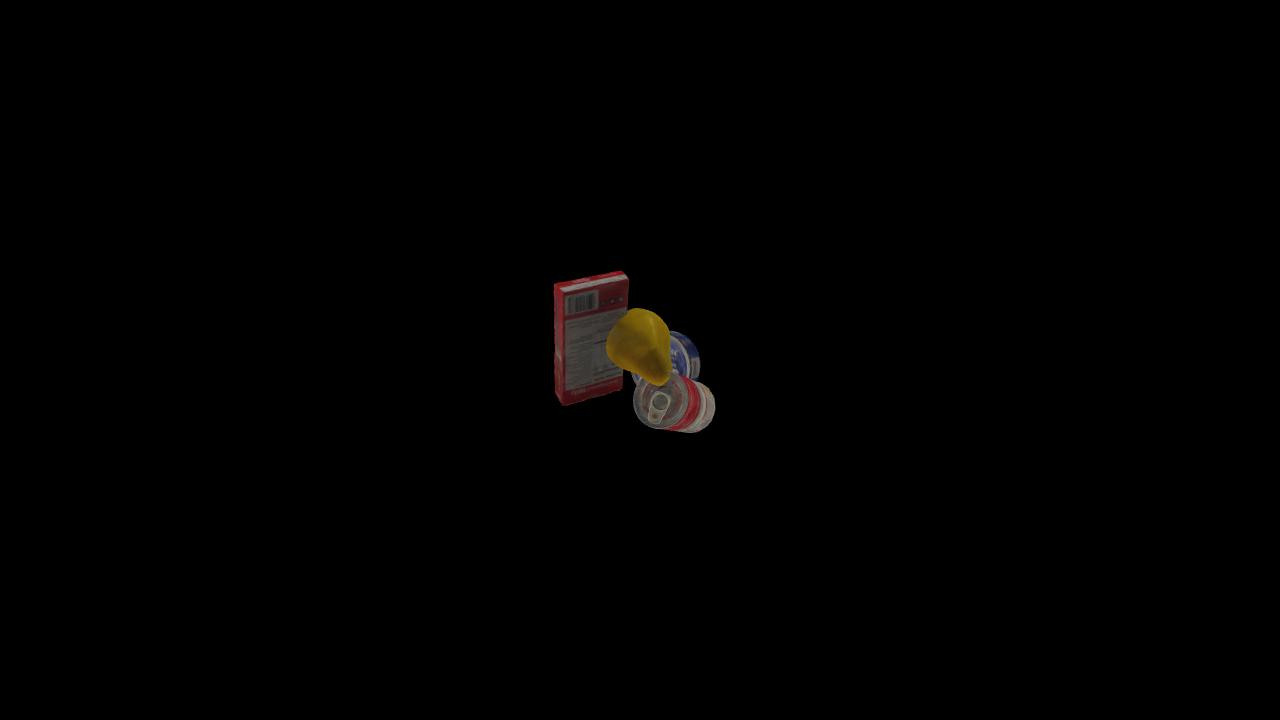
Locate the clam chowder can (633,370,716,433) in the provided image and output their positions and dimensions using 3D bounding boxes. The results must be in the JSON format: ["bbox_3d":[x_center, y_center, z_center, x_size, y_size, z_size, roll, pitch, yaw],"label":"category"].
[{"bbox_3d":[0.044,0.051,0.729,0.068,0.068,0.102,0,-9,26],"label":"clam chowder can"}]

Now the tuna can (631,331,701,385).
[{"bbox_3d":[0.032,0.006,0.754,0.084,0.084,0.034,0,7,32],"label":"tuna can"}]

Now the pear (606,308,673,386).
[{"bbox_3d":[0.007,-0.003,0.705,0.080,0.111,0.080,-19,-28,-11],"label":"pear"}]

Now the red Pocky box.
[{"bbox_3d":[-0.057,-0.023,0.704,0.083,0.155,0.028,-16,40,-27],"label":"red Pocky box"}]
